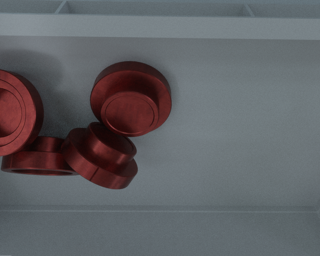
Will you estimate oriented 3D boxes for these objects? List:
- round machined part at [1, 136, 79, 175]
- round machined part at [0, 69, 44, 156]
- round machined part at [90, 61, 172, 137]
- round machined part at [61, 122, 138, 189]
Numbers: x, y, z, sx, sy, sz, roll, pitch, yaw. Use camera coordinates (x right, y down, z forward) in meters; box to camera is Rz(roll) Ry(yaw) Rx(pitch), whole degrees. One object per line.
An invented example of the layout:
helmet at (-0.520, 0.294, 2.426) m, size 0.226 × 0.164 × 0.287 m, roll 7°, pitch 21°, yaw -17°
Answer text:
round machined part at (-0.152, 0.038, 0.408) m, size 0.099 × 0.042 × 0.098 m, roll 1°, pitch 166°, yaw 0°
round machined part at (-0.182, -0.018, 0.360) m, size 0.099 × 0.042 × 0.097 m, roll 0°, pitch 94°, yaw 4°
round machined part at (-0.035, -0.027, 0.374) m, size 0.099 × 0.042 × 0.097 m, roll 0°, pitch 130°, yaw 0°
round machined part at (-0.069, 0.028, 0.388) m, size 0.098 × 0.098 × 0.042 m, roll 29°, pitch 105°, yaw -23°
